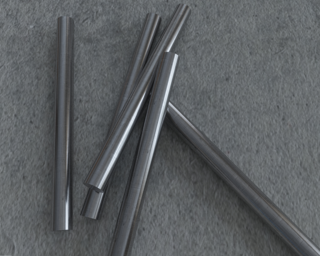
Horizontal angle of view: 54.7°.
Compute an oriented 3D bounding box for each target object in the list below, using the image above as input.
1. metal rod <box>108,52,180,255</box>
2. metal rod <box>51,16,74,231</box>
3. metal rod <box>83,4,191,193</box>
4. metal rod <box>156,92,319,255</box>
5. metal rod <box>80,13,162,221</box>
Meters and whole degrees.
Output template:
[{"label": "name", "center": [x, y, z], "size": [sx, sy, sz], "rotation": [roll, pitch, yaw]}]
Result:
[{"label": "metal rod", "center": [-0.022, 0.047, 0.373], "size": [0.025, 0.025, 0.299], "rotation": [13, 77, 4]}, {"label": "metal rod", "center": [-0.128, -0.020, 0.413], "size": [0.025, 0.025, 0.299], "rotation": [-5, 70, -2]}, {"label": "metal rod", "center": [-0.019, -0.057, 0.410], "size": [0.025, 0.025, 0.300], "rotation": [21, 64, 7]}, {"label": "metal rod", "center": [0.093, 0.062, 0.386], "size": [0.025, 0.025, 0.300], "rotation": [-41, 75, -14]}, {"label": "metal rod", "center": [-0.046, -0.029, 0.418], "size": [0.025, 0.025, 0.299], "rotation": [14, 70, 4]}]
